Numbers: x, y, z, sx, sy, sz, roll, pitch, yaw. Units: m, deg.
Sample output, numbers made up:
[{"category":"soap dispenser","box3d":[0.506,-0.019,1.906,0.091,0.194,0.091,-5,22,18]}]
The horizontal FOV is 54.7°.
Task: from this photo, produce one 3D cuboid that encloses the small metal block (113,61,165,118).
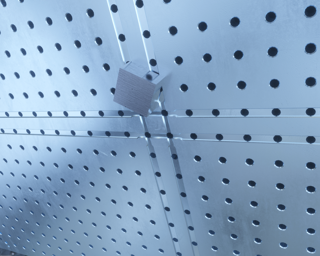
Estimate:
[{"category":"small metal block","box3d":[-0.028,-0.049,0.394,0.050,0.025,0.050,26,128,11]}]
